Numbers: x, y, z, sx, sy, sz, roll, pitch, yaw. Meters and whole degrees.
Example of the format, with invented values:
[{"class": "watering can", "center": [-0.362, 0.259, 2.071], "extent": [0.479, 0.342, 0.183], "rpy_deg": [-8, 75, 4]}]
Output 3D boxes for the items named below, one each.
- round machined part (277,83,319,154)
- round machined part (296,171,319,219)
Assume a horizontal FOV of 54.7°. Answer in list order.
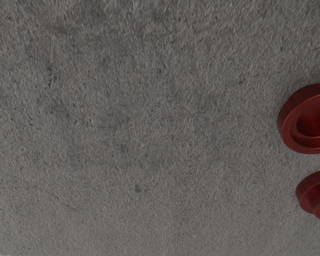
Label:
[{"class": "round machined part", "center": [0.195, -0.016, 0.384], "extent": [0.099, 0.042, 0.097], "rpy_deg": [0, 130, 0]}, {"class": "round machined part", "center": [0.274, 0.111, 0.493], "extent": [0.099, 0.042, 0.097], "rpy_deg": [0, 130, 0]}]
